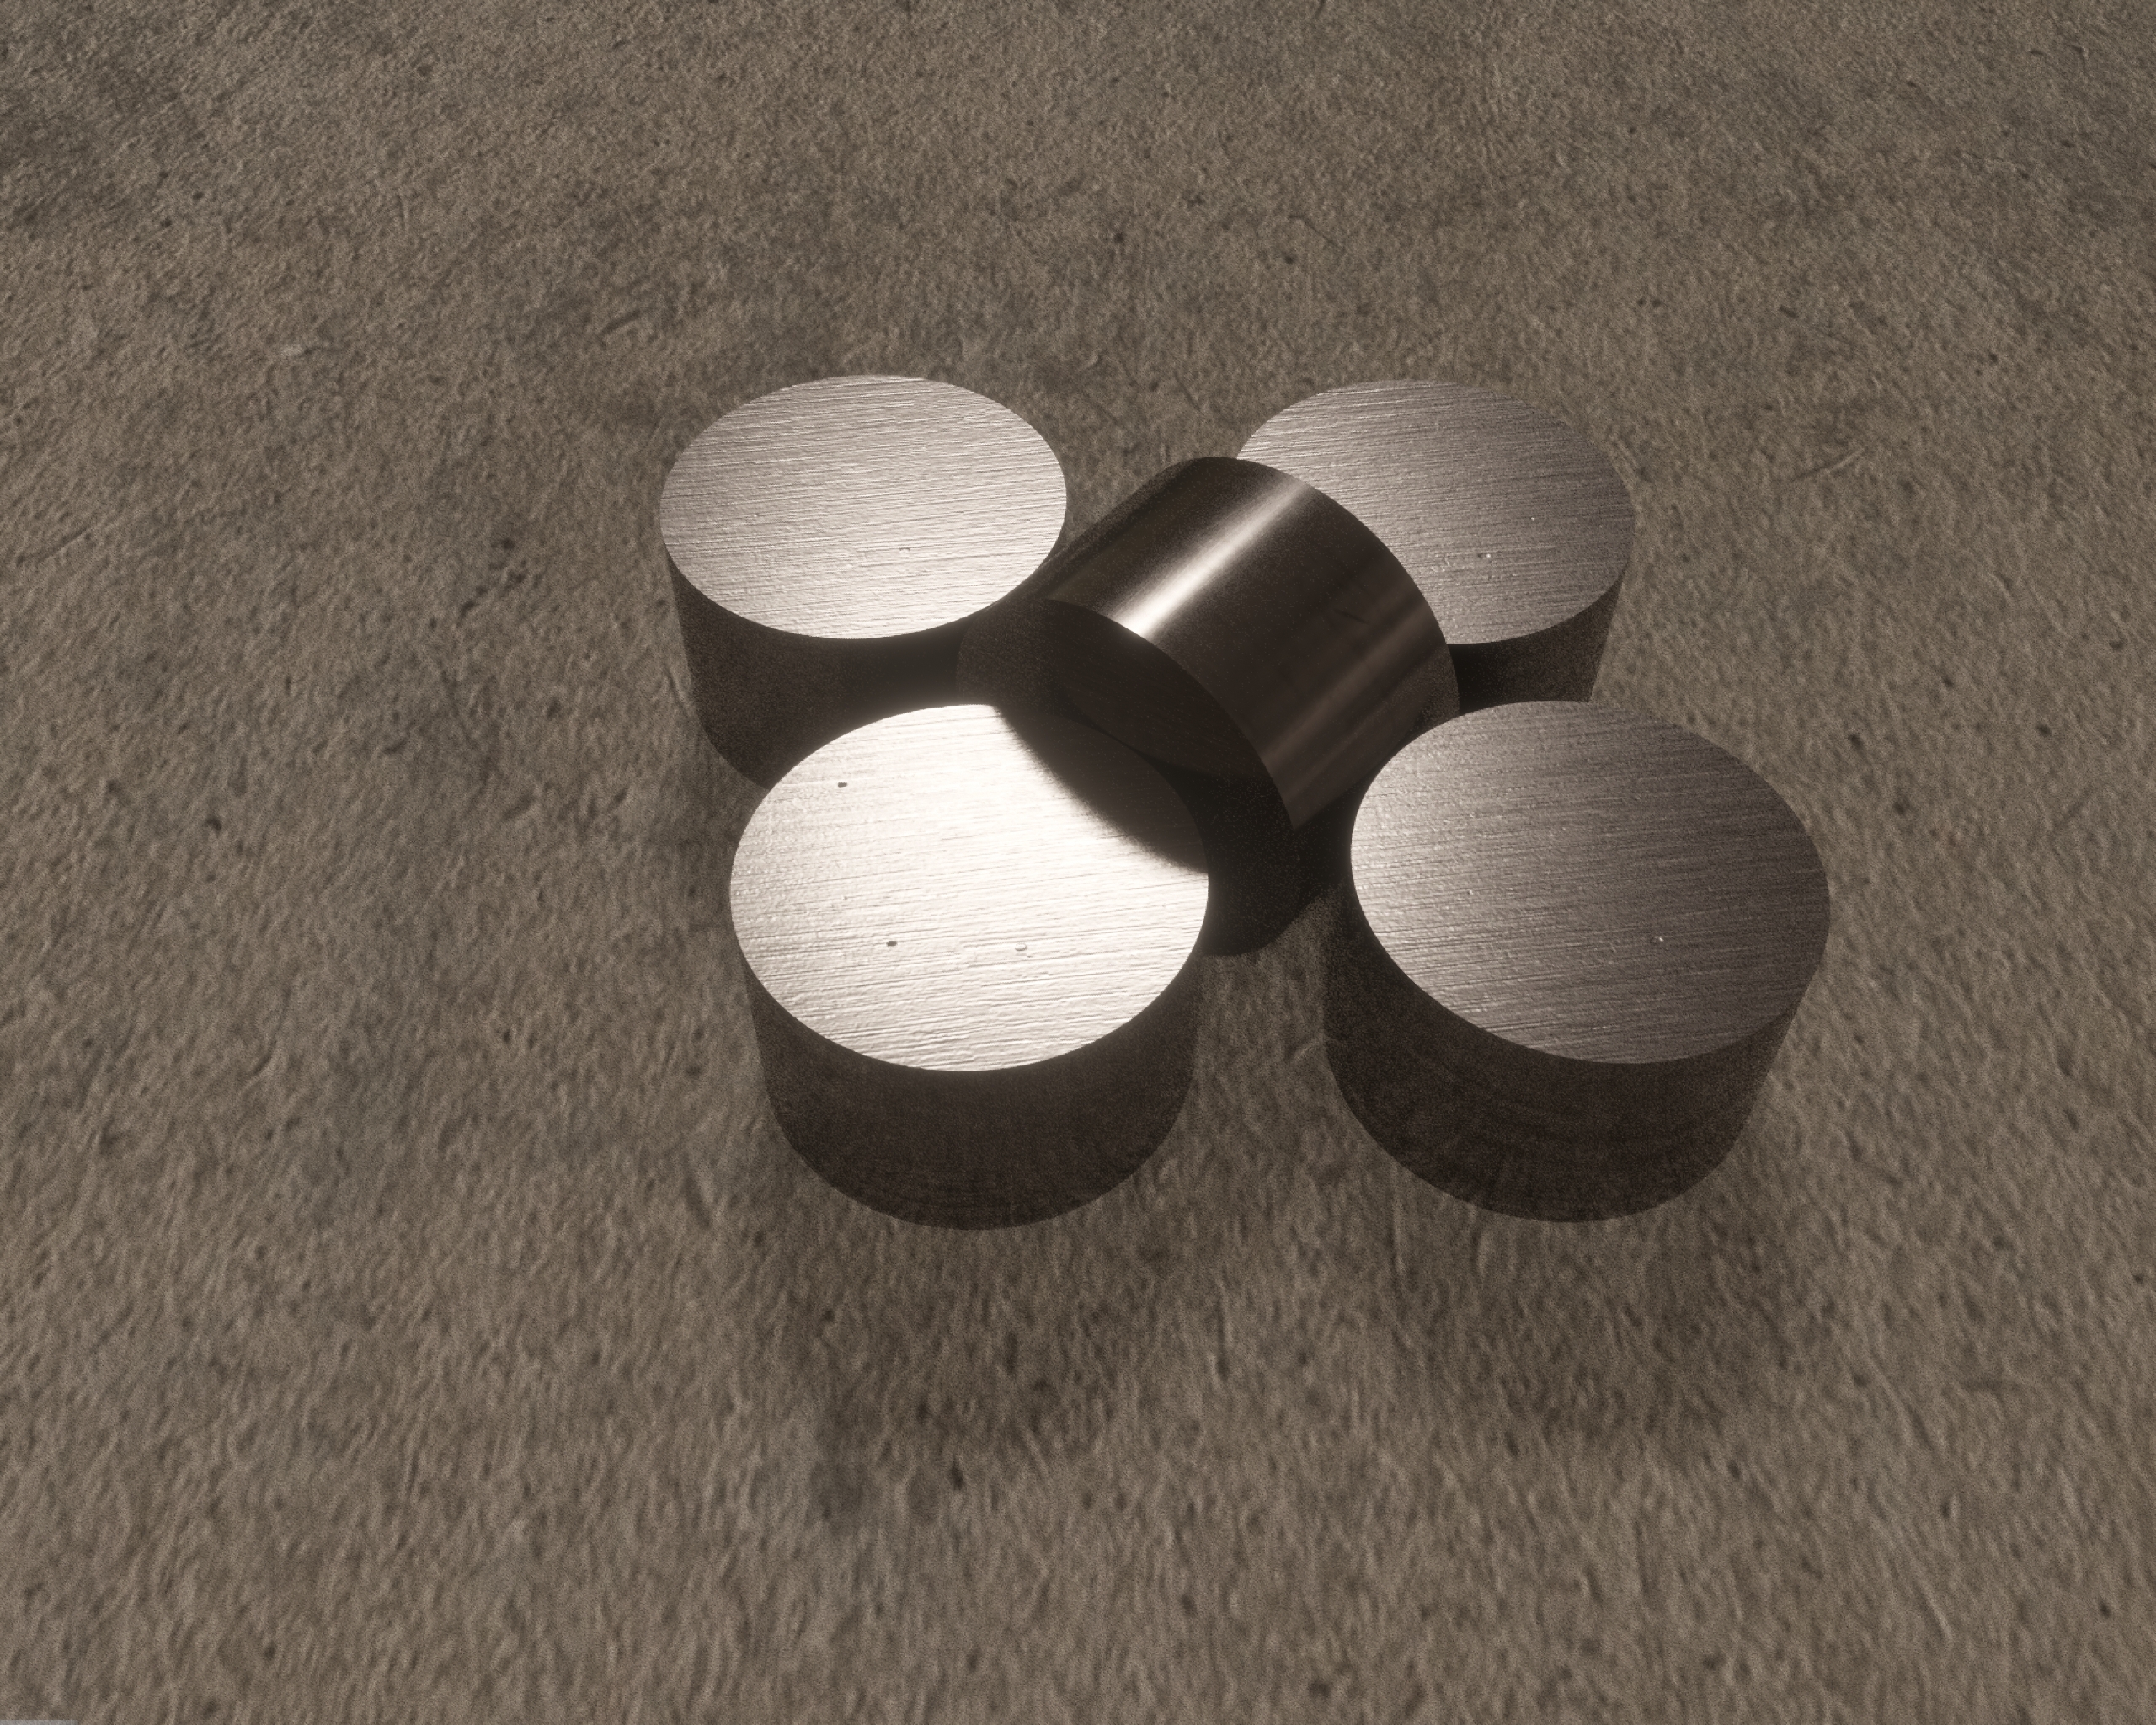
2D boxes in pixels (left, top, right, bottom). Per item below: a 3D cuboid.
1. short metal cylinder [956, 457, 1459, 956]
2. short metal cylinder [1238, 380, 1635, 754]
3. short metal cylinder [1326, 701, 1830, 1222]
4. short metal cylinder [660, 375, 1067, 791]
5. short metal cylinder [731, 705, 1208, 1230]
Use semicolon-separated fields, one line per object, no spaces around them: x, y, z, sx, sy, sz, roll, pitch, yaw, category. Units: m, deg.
0.024;-0.029;0.394;0.080;0.080;0.050;32;57;24;short metal cylinder
0.070;-0.055;0.434;0.081;0.050;0.080;0;50;0;short metal cylinder
0.087;0.017;0.374;0.081;0.050;0.080;0;50;0;short metal cylinder
-0.043;-0.057;0.434;0.081;0.050;0.080;0;50;0;short metal cylinder
-0.018;0.018;0.372;0.081;0.050;0.080;0;50;0;short metal cylinder
